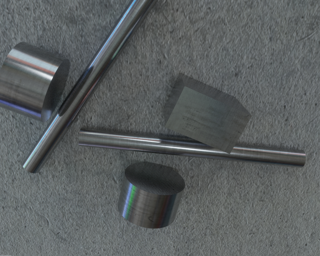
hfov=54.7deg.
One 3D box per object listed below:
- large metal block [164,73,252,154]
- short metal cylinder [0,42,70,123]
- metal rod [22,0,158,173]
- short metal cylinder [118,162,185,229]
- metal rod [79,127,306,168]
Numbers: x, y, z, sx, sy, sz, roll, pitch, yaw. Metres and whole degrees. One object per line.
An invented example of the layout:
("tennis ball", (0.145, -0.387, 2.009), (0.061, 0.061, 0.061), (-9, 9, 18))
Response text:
("large metal block", (0.052, -0.021, 0.373), (0.080, 0.080, 0.050), (23, 109, -8))
("short metal cylinder", (-0.145, -0.052, 0.360), (0.050, 0.080, 0.079), (21, 109, -8))
("metal rod", (-0.088, -0.059, 0.387), (0.025, 0.025, 0.299), (35, 106, -12))
("short metal cylinder", (-0.012, 0.087, 0.412), (0.081, 0.080, 0.050), (12, 110, -5))
("metal rod", (0.045, 0.027, 0.419), (0.302, 0.025, 0.025), (6, 110, -3))
